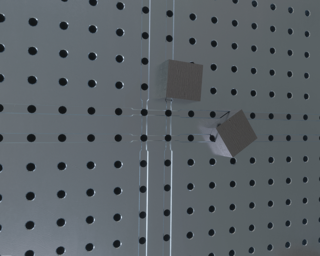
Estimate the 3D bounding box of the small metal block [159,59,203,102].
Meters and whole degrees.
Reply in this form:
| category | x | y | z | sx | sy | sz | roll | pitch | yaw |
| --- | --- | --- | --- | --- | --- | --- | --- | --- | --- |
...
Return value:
| category | x | y | z | sx | sy | sz | roll | pitch | yaw |
| --- | --- | --- | --- | --- | --- | --- | --- | --- | --- |
| small metal block | 0.029 | -0.063 | 0.423 | 0.050 | 0.025 | 0.050 | 5 | 88 | -20 |

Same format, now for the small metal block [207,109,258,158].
| category | x | y | z | sx | sy | sz | roll | pitch | yaw |
| --- | --- | --- | --- | --- | --- | --- | --- | --- | --- |
| small metal block | 0.106 | 0.007 | 0.452 | 0.050 | 0.025 | 0.050 | -35 | 101 | -17 |
